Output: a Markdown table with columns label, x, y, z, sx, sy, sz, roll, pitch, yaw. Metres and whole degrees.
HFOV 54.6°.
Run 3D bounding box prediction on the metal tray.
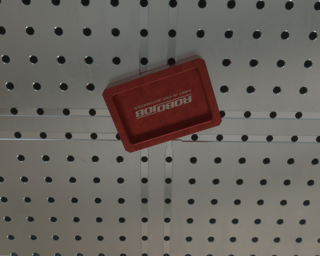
| label | x | y | z | sx | sy | sz | roll | pitch | yaw |
| --- | --- | --- | --- | --- | --- | --- | --- | --- | --- |
| metal tray | 0.004 | -0.030 | 0.399 | 0.130 | 0.030 | 0.090 | -18 | 109 | 6 |
